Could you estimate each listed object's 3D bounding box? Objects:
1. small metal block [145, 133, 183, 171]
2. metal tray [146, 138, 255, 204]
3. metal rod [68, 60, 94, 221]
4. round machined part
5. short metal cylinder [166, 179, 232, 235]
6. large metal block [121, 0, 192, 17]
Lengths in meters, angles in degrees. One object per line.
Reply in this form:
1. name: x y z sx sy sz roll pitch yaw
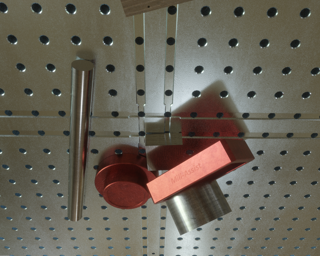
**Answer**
1. small metal block: 0.006 0.034 0.441 0.050 0.025 0.050 -2 130 1
2. metal tray: 0.056 0.060 0.429 0.130 0.030 0.090 -34 159 25
3. metal rod: -0.117 0.040 0.444 0.025 0.025 0.298 9 130 -8
4. round machined part: -0.051 0.088 0.475 0.099 0.042 0.097 -1 130 0
5. short metal cylinder: 0.055 0.113 0.444 0.080 0.050 0.080 -23 161 -8
6. large metal block: -0.001 -0.152 0.266 0.080 0.050 0.080 -11 130 9
